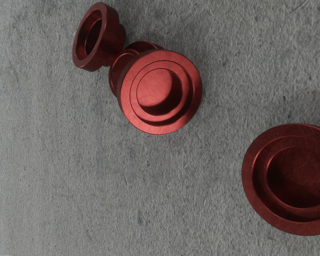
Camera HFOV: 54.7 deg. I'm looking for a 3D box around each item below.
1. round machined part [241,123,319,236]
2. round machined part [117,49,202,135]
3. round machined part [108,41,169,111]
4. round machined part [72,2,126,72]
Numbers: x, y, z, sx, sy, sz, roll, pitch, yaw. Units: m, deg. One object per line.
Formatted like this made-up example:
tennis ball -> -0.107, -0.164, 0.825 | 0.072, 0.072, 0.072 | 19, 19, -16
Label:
round machined part -> 0.130, 0.045, 0.286 | 0.098, 0.042, 0.097 | 0, 90, 40
round machined part -> -0.003, -0.044, 0.369 | 0.042, 0.099, 0.097 | -136, 59, -64
round machined part -> -0.032, -0.069, 0.420 | 0.098, 0.042, 0.097 | 0, 90, 40
round machined part -> -0.086, -0.129, 0.455 | 0.098, 0.042, 0.098 | -20, 62, 45
